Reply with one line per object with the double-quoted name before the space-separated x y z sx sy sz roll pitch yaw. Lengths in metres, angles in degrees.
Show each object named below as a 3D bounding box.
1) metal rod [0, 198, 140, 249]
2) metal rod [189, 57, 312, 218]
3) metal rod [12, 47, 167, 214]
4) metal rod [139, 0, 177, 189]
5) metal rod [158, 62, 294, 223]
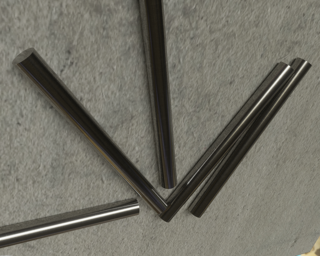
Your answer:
"metal rod" -0.171 0.133 0.396 0.303 0.025 0.025 -7 122 -26
"metal rod" 0.139 0.023 0.499 0.025 0.025 0.299 23 106 -37
"metal rod" -0.065 0.027 0.389 0.025 0.025 0.299 -37 130 -4
"metal rod" 0.000 -0.040 0.383 0.025 0.025 0.298 -19 126 -18
"metal rod" 0.096 0.027 0.478 0.025 0.025 0.299 31 101 -38
